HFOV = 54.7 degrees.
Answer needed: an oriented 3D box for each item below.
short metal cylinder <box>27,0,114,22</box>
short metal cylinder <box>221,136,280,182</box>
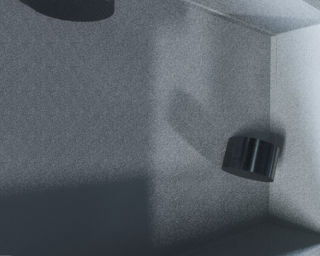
[{"bbox_3d":[-0.084,-0.141,0.299,0.081,0.080,0.050,1,90,-40],"label":"short metal cylinder"},{"bbox_3d":[0.143,0.050,0.491,0.080,0.080,0.050,27,73,-37],"label":"short metal cylinder"}]
